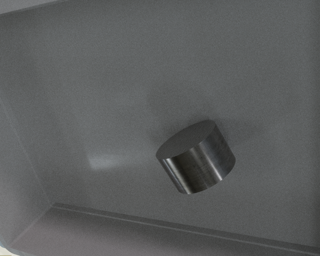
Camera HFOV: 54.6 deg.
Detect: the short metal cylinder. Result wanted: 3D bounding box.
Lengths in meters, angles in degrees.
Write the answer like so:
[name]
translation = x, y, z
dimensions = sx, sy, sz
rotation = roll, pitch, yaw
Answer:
[short metal cylinder]
translation = 0.042, 0.033, 0.372
dimensions = 0.080, 0.080, 0.050
rotation = -22, 107, 36
